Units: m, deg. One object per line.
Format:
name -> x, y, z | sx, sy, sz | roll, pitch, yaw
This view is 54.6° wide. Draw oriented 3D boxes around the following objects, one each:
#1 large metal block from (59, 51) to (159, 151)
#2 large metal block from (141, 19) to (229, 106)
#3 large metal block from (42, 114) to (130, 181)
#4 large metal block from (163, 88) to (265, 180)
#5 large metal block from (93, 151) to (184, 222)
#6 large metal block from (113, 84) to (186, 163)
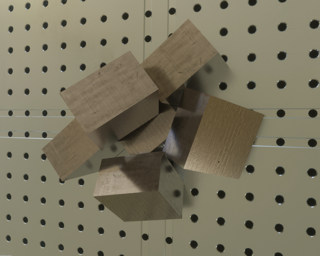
large metal block -> -0.049, -0.025, 0.334 | 0.080, 0.080, 0.050 | -34, 78, -9
large metal block -> 0.030, -0.073, 0.373 | 0.080, 0.080, 0.050 | -41, 78, 15
large metal block -> -0.092, 0.022, 0.415 | 0.080, 0.080, 0.050 | -40, 78, 15
large metal block -> 0.060, 0.007, 0.355 | 0.050, 0.081, 0.080 | 31, 104, 59
large metal block -> -0.022, 0.076, 0.384 | 0.080, 0.080, 0.050 | -9, 51, 20
large metal block -> -0.015, -0.011, 0.406 | 0.080, 0.050, 0.080 | -41, 77, 15
